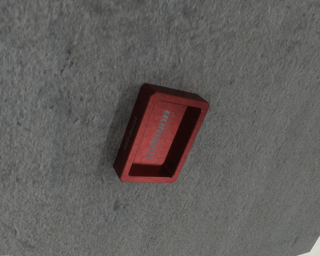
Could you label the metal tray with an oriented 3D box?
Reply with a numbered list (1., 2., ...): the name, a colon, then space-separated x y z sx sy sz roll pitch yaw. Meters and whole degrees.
1. metal tray: 0.001 0.012 0.412 0.091 0.030 0.129 8 115 -32
